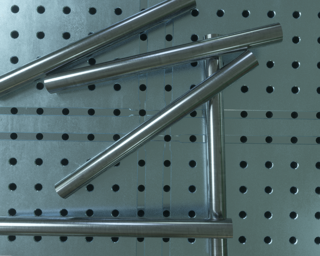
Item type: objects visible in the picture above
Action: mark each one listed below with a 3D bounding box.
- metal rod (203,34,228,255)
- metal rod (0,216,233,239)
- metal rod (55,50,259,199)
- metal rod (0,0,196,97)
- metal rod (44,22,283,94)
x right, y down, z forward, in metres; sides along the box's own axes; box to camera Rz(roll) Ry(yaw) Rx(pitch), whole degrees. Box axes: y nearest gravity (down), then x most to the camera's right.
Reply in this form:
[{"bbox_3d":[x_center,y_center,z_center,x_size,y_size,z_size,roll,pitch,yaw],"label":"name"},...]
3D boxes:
[{"bbox_3d":[0.074,0.027,0.414,0.025,0.025,0.298,-2,90,-1],"label":"metal rod"},{"bbox_3d":[-0.061,0.127,0.399,0.302,0.025,0.025,-1,90,5],"label":"metal rod"},{"bbox_3d":[-0.008,-0.001,0.397,0.300,0.025,0.025,-35,91,6],"label":"metal rod"},{"bbox_3d":[-0.094,-0.110,0.412,0.301,0.025,0.025,-25,90,-1],"label":"metal rod"},{"bbox_3d":[-0.001,-0.087,0.395,0.301,0.025,0.025,-11,90,6],"label":"metal rod"}]
